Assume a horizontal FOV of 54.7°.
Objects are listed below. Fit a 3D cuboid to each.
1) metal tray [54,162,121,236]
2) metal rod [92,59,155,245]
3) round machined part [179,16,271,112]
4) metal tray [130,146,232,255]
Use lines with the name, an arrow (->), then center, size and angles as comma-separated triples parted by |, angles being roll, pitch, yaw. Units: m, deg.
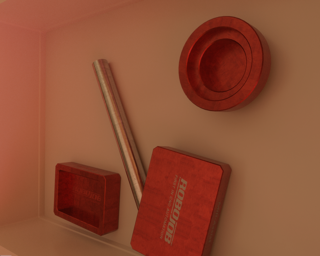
metal tray -> -0.121, 0.109, 0.500 | 0.130, 0.030, 0.089 | 6, 94, 39
metal rod -> -0.044, 0.035, 0.440 | 0.025, 0.025, 0.299 | -31, 71, 35
round machined part -> 0.072, -0.066, 0.335 | 0.098, 0.042, 0.097 | 0, 90, 39
metal tray -> 0.023, 0.094, 0.365 | 0.090, 0.030, 0.129 | 15, 93, 29
